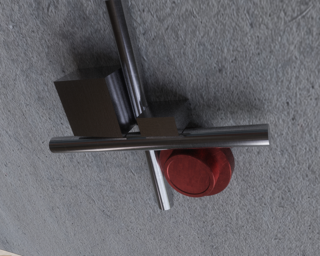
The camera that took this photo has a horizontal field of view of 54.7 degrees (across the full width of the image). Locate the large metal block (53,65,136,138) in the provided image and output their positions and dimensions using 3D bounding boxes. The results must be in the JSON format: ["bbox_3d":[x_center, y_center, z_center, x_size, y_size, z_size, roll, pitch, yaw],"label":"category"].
[{"bbox_3d":[-0.080,-0.035,0.410,0.080,0.050,0.079,1,119,27],"label":"large metal block"}]

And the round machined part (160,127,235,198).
[{"bbox_3d":[0.044,0.051,0.404,0.098,0.042,0.097,13,124,20],"label":"round machined part"}]

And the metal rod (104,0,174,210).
[{"bbox_3d":[-0.021,-0.013,0.409,0.025,0.025,0.298,1,119,27],"label":"metal rod"}]

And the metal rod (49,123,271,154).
[{"bbox_3d":[-0.019,0.016,0.395,0.301,0.025,0.025,-4,117,25],"label":"metal rod"}]

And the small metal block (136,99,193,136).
[{"bbox_3d":[0.007,-0.013,0.379,0.050,0.050,0.025,-1,118,28],"label":"small metal block"}]
